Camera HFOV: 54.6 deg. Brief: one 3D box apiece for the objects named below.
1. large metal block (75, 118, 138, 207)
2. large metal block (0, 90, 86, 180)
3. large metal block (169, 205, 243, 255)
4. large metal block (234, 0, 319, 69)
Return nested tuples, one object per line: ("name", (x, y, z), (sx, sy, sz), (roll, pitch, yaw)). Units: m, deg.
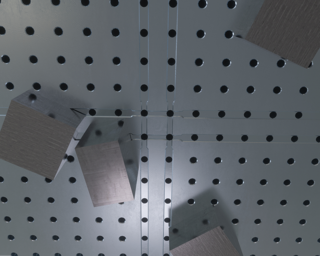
("large metal block", (-0.064, 0.041, 0.399), (0.050, 0.080, 0.080), (-11, 110, 4))
("large metal block", (-0.155, 0.009, 0.402), (0.080, 0.050, 0.080), (25, 108, -9))
("large metal block", (0.069, 0.176, 0.465), (0.080, 0.050, 0.080), (-31, 107, 10))
("large metal block", (0.145, -0.125, 0.355), (0.080, 0.050, 0.080), (22, 109, -8))
